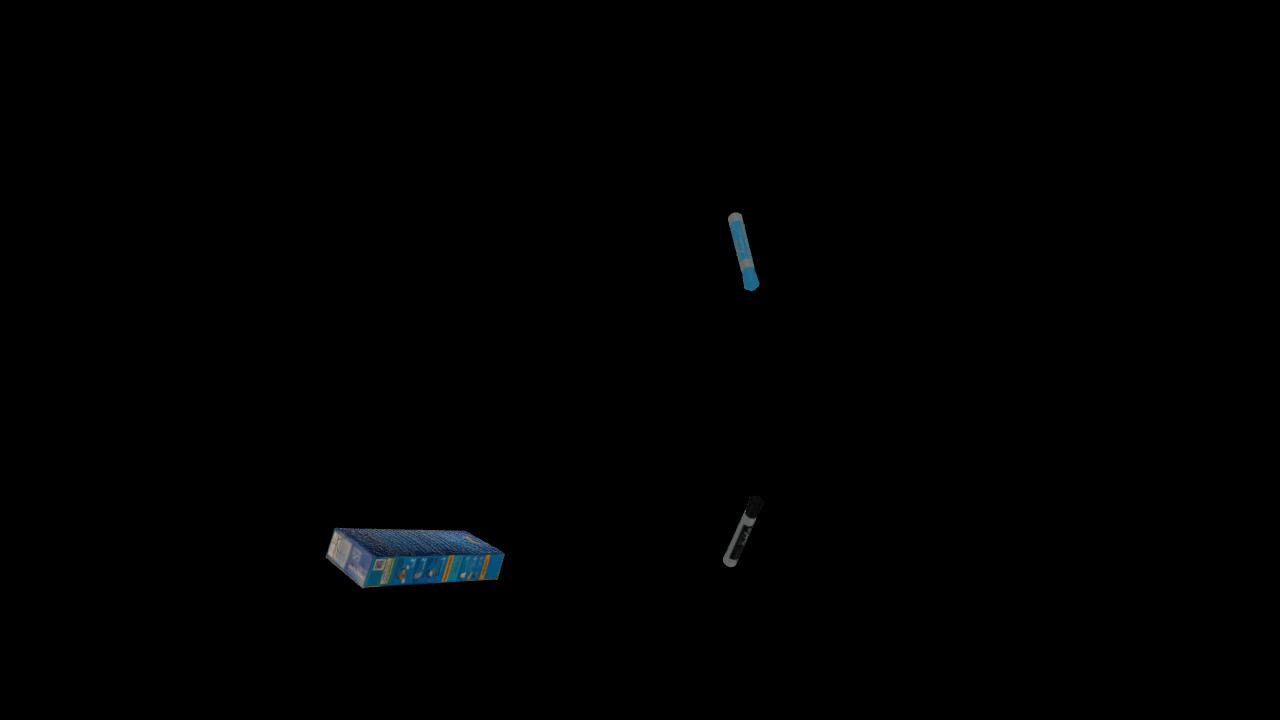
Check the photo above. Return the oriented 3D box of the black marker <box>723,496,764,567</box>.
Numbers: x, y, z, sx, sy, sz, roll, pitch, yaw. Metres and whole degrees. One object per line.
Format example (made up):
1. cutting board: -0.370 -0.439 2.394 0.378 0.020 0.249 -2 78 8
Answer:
1. black marker: 0.132 0.220 0.788 0.020 0.121 0.020 11 32 -7

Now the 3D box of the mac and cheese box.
1. mac and cheese box: -0.262 0.233 0.734 0.093 0.041 0.184 11 -7 39

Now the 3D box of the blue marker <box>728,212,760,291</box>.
1. blue marker: 0.130 -0.136 0.772 0.020 0.121 0.020 -5 -32 -3
